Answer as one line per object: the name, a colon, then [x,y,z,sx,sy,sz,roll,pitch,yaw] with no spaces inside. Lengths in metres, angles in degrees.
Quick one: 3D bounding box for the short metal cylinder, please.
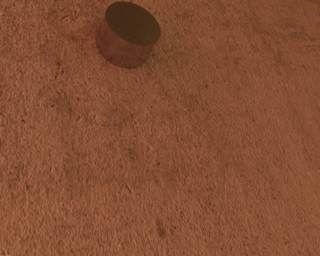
short metal cylinder: [-0.046,-0.132,0.443,0.081,0.050,0.080,13,56,-21]
